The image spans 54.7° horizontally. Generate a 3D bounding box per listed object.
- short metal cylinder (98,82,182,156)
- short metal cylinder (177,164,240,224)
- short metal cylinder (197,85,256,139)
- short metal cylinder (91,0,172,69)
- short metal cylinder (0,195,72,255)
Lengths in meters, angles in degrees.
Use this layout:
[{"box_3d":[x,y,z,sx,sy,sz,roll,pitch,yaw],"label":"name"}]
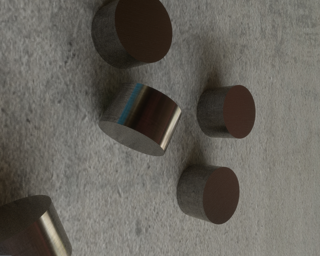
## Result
[{"box_3d":[-0.022,-0.008,0.352,0.080,0.080,0.050,38,67,-34],"label":"short metal cylinder"},{"box_3d":[0.071,0.094,0.451,0.081,0.050,0.079,0,90,-40],"label":"short metal cylinder"},{"box_3d":[0.103,-0.024,0.477,0.081,0.050,0.079,0,90,-40],"label":"short metal cylinder"},{"box_3d":[-0.032,-0.113,0.363,0.081,0.050,0.079,0,90,-40],"label":"short metal cylinder"},{"box_3d":[-0.124,0.101,0.266,0.081,0.080,0.050,-28,108,-37],"label":"short metal cylinder"}]
